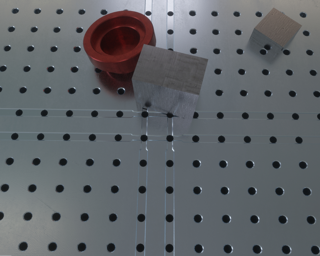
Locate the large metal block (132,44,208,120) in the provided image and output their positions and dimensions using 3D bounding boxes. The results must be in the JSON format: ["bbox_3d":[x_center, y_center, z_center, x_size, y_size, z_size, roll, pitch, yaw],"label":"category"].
[{"bbox_3d":[0.012,-0.057,0.403,0.080,0.080,0.050,14,71,5],"label":"large metal block"}]

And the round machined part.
[{"bbox_3d":[-0.053,-0.116,0.437,0.098,0.042,0.098,-4,60,8],"label":"round machined part"}]

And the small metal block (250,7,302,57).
[{"bbox_3d":[0.173,-0.144,0.465,0.050,0.025,0.050,40,75,13],"label":"small metal block"}]
